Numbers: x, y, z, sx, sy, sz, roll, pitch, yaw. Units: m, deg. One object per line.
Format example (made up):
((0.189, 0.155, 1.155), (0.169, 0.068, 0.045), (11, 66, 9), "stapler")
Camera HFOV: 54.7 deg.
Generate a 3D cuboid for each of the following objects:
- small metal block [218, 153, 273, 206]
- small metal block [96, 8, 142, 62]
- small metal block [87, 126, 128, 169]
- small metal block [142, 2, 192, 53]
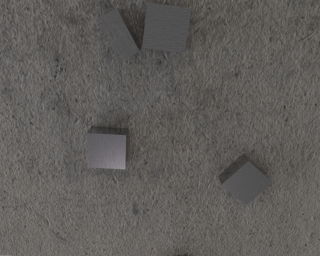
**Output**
((0.120, 0.073, 0.438), (0.050, 0.025, 0.050), (41, 105, -14), "small metal block")
((-0.045, -0.108, 0.356), (0.025, 0.050, 0.050), (-26, 108, 9), "small metal block")
((-0.070, 0.027, 0.419), (0.050, 0.025, 0.050), (3, 110, -2), "small metal block")
((0.007, -0.118, 0.366), (0.050, 0.025, 0.050), (7, 110, -3), "small metal block")
